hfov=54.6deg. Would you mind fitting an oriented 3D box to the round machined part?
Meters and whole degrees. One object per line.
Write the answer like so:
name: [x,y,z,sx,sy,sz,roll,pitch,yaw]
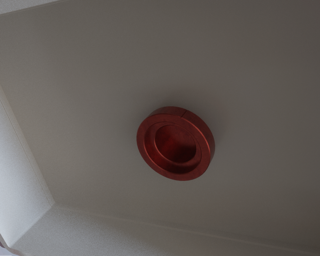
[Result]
round machined part: [0.023,0.016,0.396,0.098,0.042,0.097,13,124,21]
